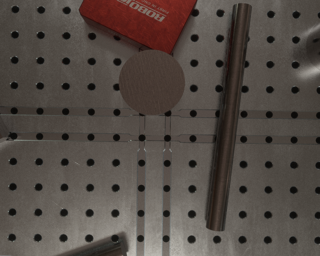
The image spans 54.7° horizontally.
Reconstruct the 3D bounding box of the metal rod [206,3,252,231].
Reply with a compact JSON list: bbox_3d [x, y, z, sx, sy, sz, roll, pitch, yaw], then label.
[{"bbox_3d":[0.092,-0.014,0.414,0.025,0.025,0.298,7,90,-1],"label":"metal rod"}]

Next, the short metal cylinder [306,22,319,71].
[{"bbox_3d":[0.243,-0.113,0.404,0.081,0.050,0.079,0,90,-1],"label":"short metal cylinder"}]

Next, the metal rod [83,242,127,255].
[{"bbox_3d":[-0.190,0.215,0.411,0.302,0.025,0.025,-19,90,-1],"label":"metal rod"}]

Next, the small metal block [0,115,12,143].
[{"bbox_3d":[-0.236,0.002,0.410,0.050,0.025,0.050,-28,90,-1],"label":"small metal block"}]

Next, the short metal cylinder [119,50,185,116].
[{"bbox_3d":[-0.010,-0.056,0.401,0.081,0.050,0.079,0,90,-1],"label":"short metal cylinder"}]

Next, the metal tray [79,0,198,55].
[{"bbox_3d":[-0.028,-0.159,0.410,0.131,0.030,0.090,26,90,-1],"label":"metal tray"}]
